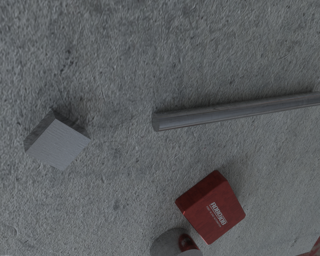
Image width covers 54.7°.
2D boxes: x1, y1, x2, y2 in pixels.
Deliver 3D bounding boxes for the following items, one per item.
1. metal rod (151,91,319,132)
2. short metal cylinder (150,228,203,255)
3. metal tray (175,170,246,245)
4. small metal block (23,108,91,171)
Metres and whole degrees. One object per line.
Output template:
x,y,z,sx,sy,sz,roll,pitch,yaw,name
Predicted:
0.130,-0.029,0.462,0.303,0.025,0.025,-9,123,-24,metal rod
0.029,0.225,0.548,0.081,0.050,0.079,-14,125,-21,short metal cylinder
0.092,0.143,0.545,0.090,0.030,0.130,-37,130,-4,metal tray
-0.117,0.014,0.353,0.050,0.025,0.050,-48,130,5,small metal block
